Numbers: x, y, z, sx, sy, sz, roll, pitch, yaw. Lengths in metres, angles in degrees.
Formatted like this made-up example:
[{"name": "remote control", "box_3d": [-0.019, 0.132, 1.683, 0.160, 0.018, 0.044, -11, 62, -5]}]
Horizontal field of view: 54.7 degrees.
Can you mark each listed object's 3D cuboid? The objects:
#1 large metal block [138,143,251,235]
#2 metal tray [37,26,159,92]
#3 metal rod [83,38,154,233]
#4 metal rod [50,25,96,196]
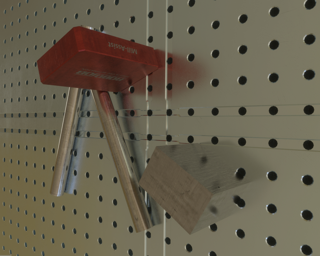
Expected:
[{"name": "large metal block", "box_3d": [0.038, 0.061, 0.342, 0.080, 0.081, 0.050, 38, 114, 33]}, {"name": "metal tray", "box_3d": [-0.077, -0.083, 0.405, 0.090, 0.131, 0.030, -24, 75, 37]}, {"name": "metal rod", "box_3d": [-0.071, 0.002, 0.457, 0.025, 0.025, 0.299, -29, 75, 36]}, {"name": "metal rod", "box_3d": [-0.152, -0.023, 0.534, 0.025, 0.025, 0.298, 23, 104, 37]}]
